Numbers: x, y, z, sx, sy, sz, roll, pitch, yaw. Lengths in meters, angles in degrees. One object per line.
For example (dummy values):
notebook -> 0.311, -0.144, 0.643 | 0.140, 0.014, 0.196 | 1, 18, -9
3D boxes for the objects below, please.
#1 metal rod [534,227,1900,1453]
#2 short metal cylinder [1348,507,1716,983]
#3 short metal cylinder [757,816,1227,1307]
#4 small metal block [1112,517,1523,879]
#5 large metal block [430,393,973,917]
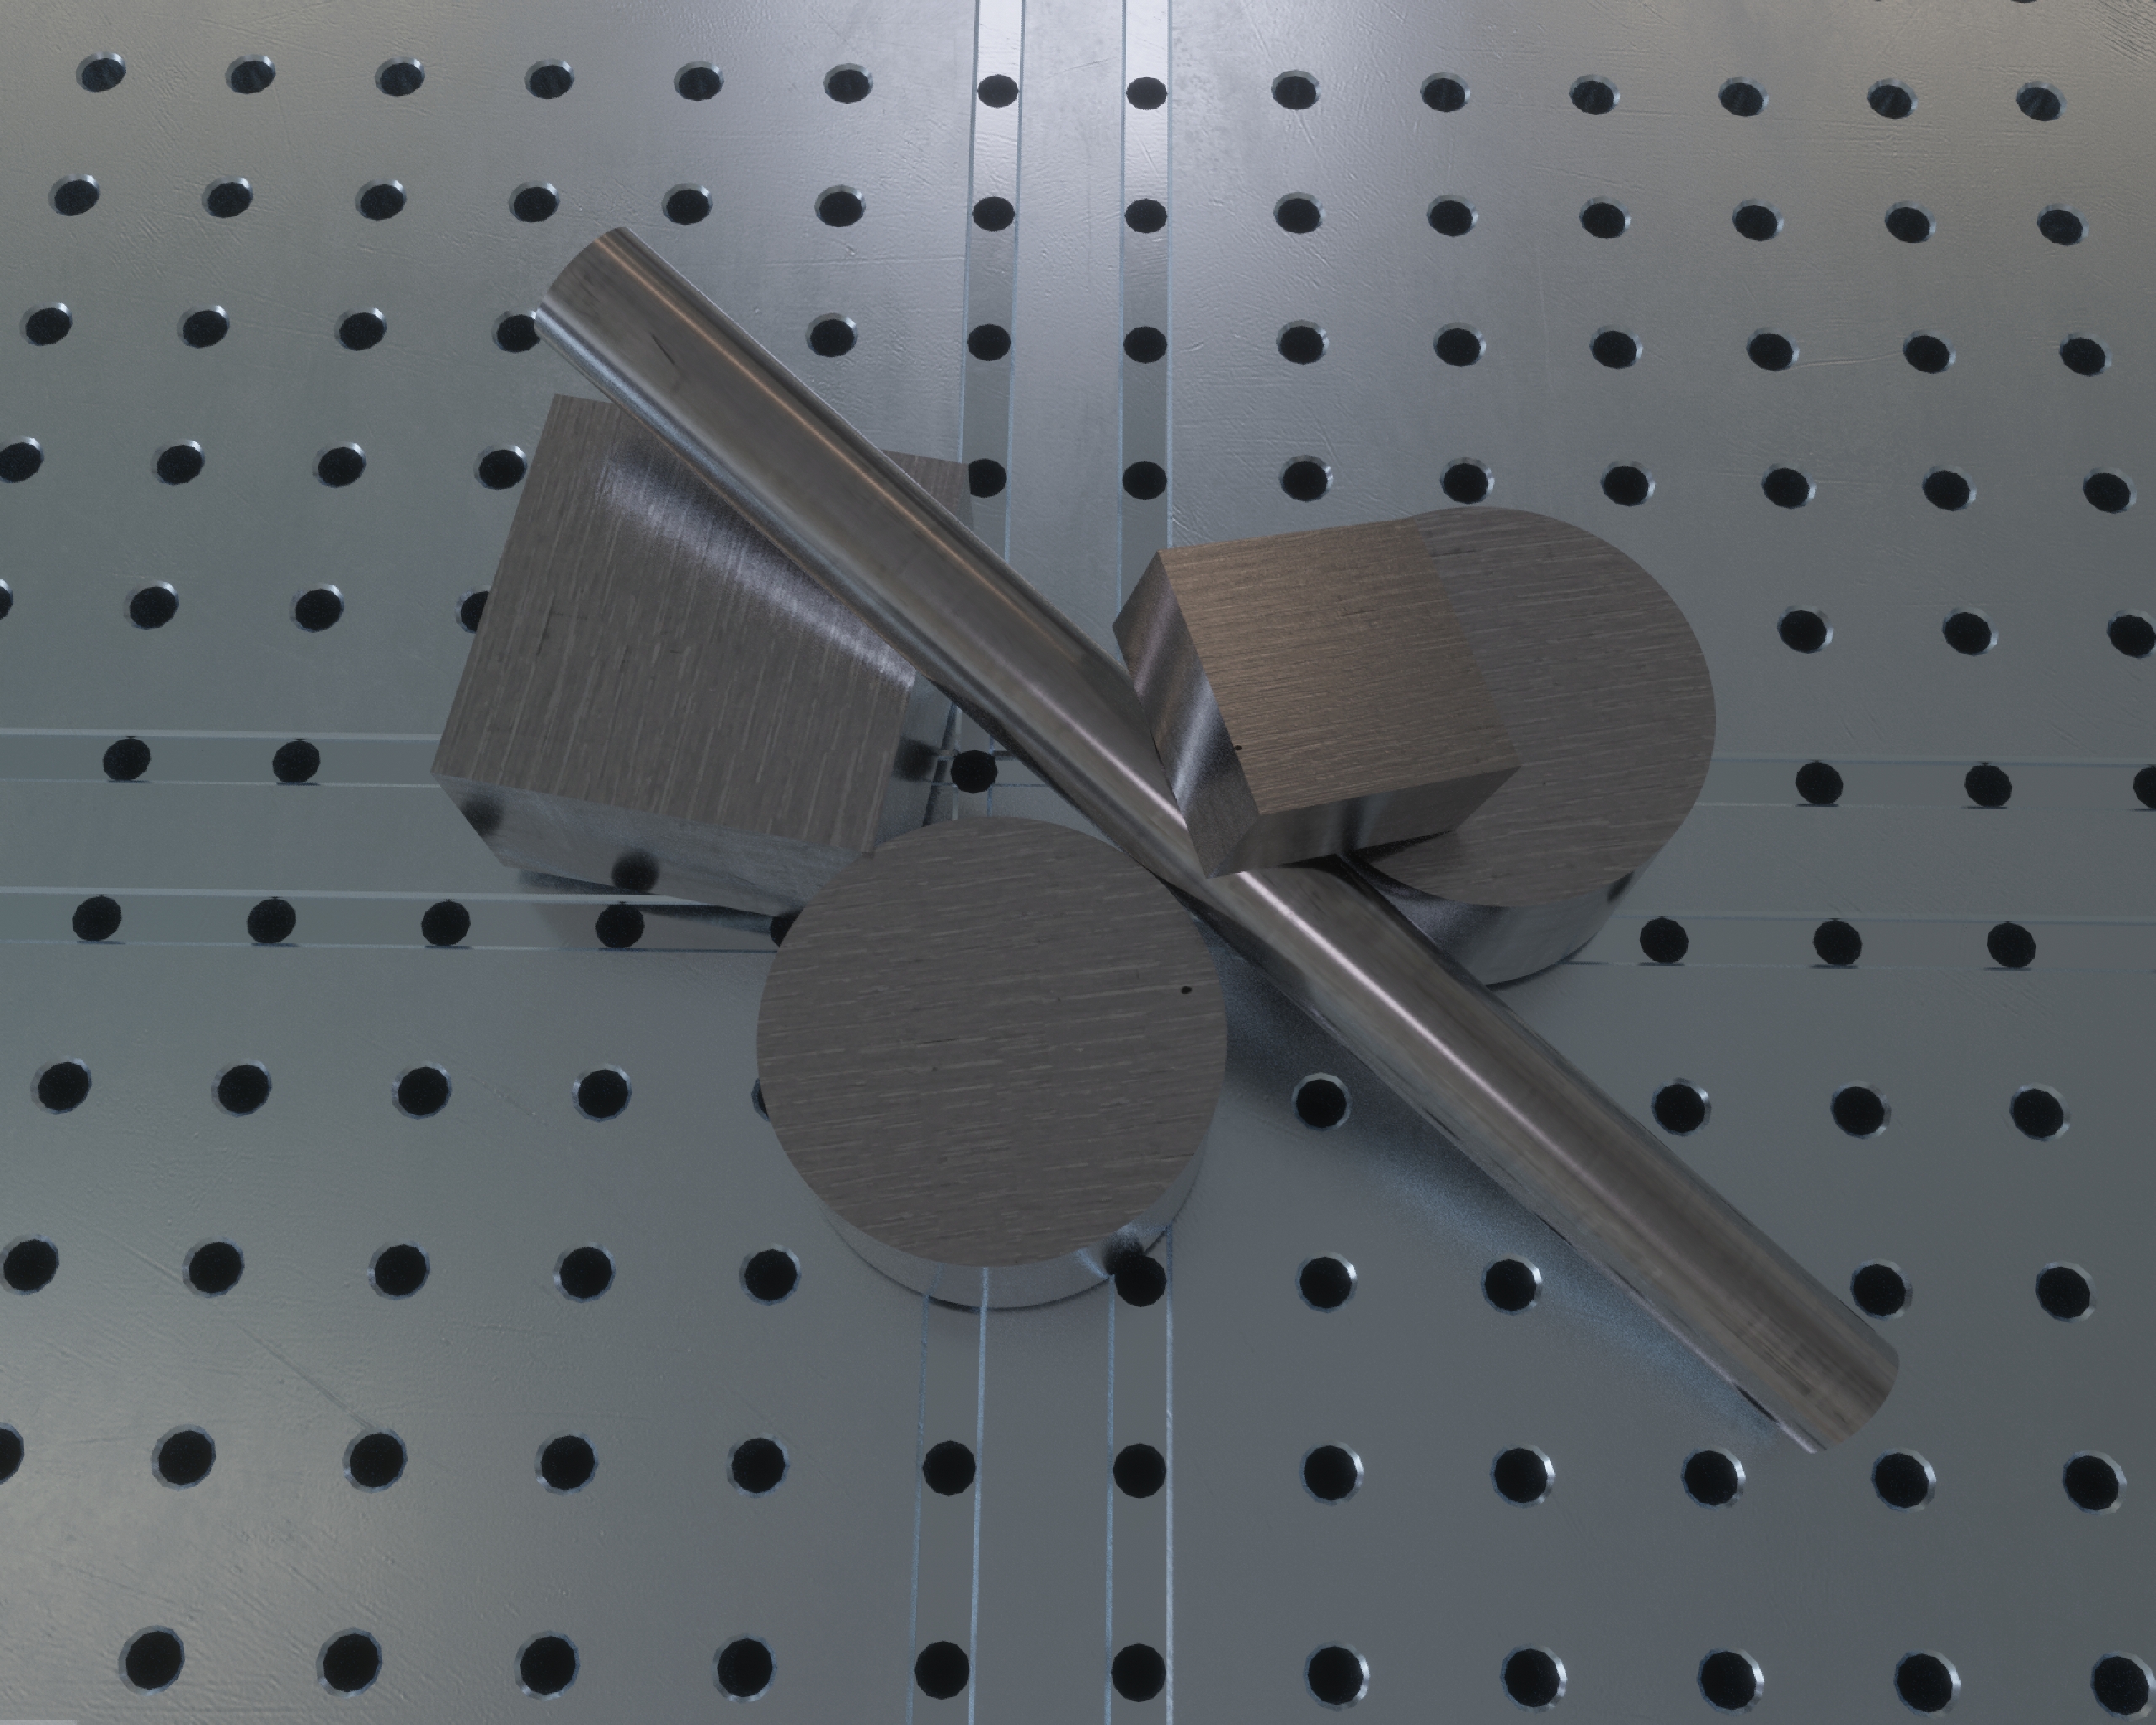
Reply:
metal rod -> 0.025, -0.003, 0.372 | 0.300, 0.025, 0.025 | 41, 75, -1
short metal cylinder -> 0.076, -0.021, 0.403 | 0.081, 0.050, 0.080 | 0, 70, 0
short metal cylinder -> -0.015, 0.038, 0.381 | 0.081, 0.050, 0.080 | 0, 70, 0
small metal block -> 0.040, -0.029, 0.358 | 0.050, 0.025, 0.050 | -11, 69, -23
large metal block -> -0.068, -0.037, 0.406 | 0.080, 0.050, 0.080 | 10, 70, 3
